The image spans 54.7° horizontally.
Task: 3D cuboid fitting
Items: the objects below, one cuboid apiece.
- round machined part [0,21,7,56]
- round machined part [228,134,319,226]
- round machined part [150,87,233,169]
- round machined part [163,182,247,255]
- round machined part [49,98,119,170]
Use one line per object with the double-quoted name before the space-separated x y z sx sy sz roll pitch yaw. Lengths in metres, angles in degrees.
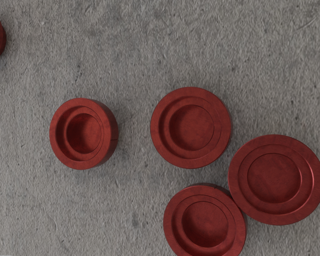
"round machined part" -0.292 -0.147 0.503 0.098 0.042 0.097 0 90 20
"round machined part" 0.129 0.056 0.352 0.098 0.042 0.097 -1 87 16
"round machined part" 0.041 0.000 0.385 0.098 0.042 0.097 0 90 20
"round machined part" 0.057 0.115 0.380 0.098 0.042 0.097 0 90 20
"round machined part" -0.102 0.008 0.436 0.098 0.042 0.097 0 90 20
